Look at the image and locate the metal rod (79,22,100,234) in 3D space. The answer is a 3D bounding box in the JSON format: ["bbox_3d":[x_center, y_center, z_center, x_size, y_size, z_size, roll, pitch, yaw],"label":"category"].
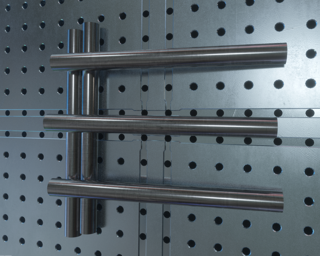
[{"bbox_3d":[-0.101,0.000,0.446,0.025,0.025,0.298,1,90,19],"label":"metal rod"}]

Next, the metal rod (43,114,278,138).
[{"bbox_3d":[-0.010,-0.004,0.399,0.301,0.025,0.025,1,91,13],"label":"metal rod"}]

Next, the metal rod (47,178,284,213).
[{"bbox_3d":[-0.003,0.085,0.397,0.301,0.025,0.025,1,90,13],"label":"metal rod"}]

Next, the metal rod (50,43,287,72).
[{"bbox_3d":[0.000,-0.089,0.396,0.301,0.025,0.025,1,90,13],"label":"metal rod"}]

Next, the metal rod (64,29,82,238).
[{"bbox_3d":[-0.125,0.008,0.454,0.025,0.025,0.298,1,90,19],"label":"metal rod"}]
